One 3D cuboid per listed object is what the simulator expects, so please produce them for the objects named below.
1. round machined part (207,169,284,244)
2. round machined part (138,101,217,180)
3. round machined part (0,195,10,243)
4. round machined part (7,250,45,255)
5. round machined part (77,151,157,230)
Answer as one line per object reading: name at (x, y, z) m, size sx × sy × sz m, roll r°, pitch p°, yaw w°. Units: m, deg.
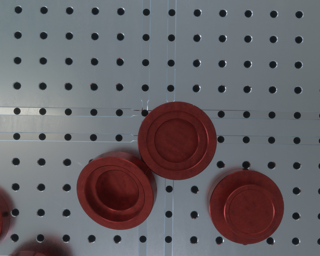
round machined part at (0.114, 0.104, 0.406) m, size 0.099 × 0.042 × 0.097 m, roll 0°, pitch 90°, yaw 0°
round machined part at (0.021, 0.016, 0.404) m, size 0.099 × 0.042 × 0.097 m, roll 0°, pitch 88°, yaw -2°
round machined part at (-0.255, 0.125, 0.403) m, size 0.099 × 0.042 × 0.097 m, roll 0°, pitch 90°, yaw 0°
round machined part at (-0.173, 0.208, 0.404) m, size 0.099 × 0.042 × 0.097 m, roll 0°, pitch 90°, yaw 0°
round machined part at (-0.051, 0.075, 0.395) m, size 0.098 × 0.042 × 0.097 m, roll 3°, pitch 105°, yaw 11°
